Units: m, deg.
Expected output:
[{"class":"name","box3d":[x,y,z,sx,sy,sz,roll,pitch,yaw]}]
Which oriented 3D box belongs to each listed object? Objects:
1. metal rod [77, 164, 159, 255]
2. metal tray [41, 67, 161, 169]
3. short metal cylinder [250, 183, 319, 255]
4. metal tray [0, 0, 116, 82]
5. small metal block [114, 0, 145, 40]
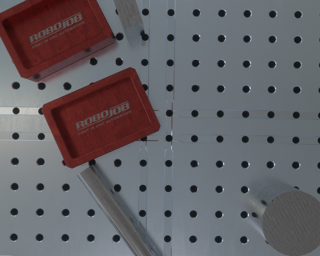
[{"class":"metal rod","box3d":[-0.013,0.178,0.413,0.025,0.025,0.299,-36,90,0]},{"class":"metal tray","box3d":[-0.075,-0.013,0.410,0.131,0.030,0.090,-24,90,0]},{"class":"short metal cylinder","box3d":[0.165,0.116,0.402,0.081,0.050,0.079,0,90,0]},{"class":"metal tray","box3d":[-0.137,-0.130,0.409,0.131,0.030,0.090,-27,90,0]},{"class":"small metal block","box3d":[-0.041,-0.148,0.400,0.025,0.050,0.050,-19,90,0]}]
